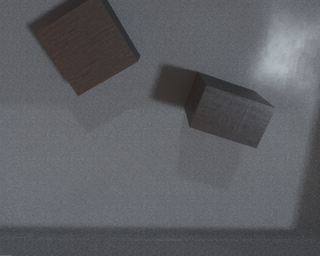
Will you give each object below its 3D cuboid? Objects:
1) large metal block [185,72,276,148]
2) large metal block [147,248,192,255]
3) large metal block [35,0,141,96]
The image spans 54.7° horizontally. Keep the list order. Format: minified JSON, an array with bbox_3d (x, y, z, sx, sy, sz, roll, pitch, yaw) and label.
[{"bbox_3d":[0.079,-0.025,0.373,0.080,0.080,0.050,18,109,-7],"label":"large metal block"},{"bbox_3d":[0.018,0.246,0.491,0.080,0.050,0.080,-11,110,4],"label":"large metal block"},{"bbox_3d":[-0.079,-0.096,0.362,0.080,0.050,0.080,-28,108,10],"label":"large metal block"}]
